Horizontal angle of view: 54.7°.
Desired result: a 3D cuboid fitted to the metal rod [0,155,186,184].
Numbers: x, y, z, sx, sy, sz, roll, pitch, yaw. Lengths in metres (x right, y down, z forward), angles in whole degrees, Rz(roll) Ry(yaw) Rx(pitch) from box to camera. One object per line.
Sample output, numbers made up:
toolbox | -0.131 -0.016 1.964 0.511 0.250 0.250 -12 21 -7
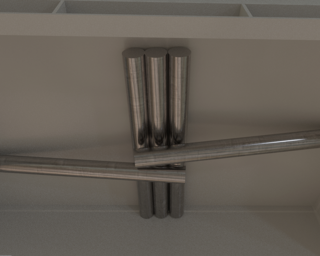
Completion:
metal rod | -0.116 0.056 0.432 0.302 0.025 0.025 3 130 5

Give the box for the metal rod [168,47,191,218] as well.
metal rod | 0.025 0.030 0.434 0.025 0.025 0.298 -1 130 0

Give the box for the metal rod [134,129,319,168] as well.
metal rod | 0.117 0.024 0.407 0.302 0.025 0.025 -6 130 -4

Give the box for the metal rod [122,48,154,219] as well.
metal rod | -0.026 0.031 0.434 0.025 0.025 0.298 -1 130 0

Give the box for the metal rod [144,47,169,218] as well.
metal rod | -0.001 0.031 0.434 0.025 0.025 0.298 -1 130 0
